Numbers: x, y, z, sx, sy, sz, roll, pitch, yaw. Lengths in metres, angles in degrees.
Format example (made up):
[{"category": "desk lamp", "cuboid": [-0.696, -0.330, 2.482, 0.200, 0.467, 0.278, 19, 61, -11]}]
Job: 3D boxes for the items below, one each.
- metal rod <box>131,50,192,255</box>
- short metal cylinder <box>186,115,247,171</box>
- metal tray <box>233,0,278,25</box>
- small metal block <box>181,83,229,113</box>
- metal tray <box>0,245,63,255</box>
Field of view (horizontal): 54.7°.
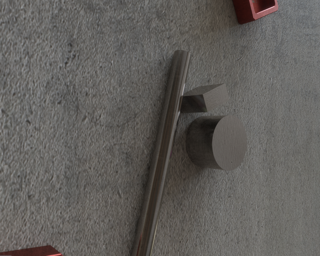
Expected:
[{"category": "metal rod", "cuboid": [0.002, 0.041, 0.408, 0.025, 0.025, 0.299, 20, 78, -39]}, {"category": "short metal cylinder", "cuboid": [0.085, 0.021, 0.462, 0.081, 0.050, 0.079, 0, 90, -40]}, {"category": "metal tray", "cuboid": [0.157, -0.255, 0.534, 0.091, 0.030, 0.129, -32, 110, -36]}, {"category": "small metal block", "cuboid": [0.061, -0.042, 0.442, 0.050, 0.050, 0.025, -28, 108, -37]}, {"category": "metal tray", "cuboid": [-0.142, 0.183, 0.283, 0.091, 0.030, 0.129, 8, 85, -40]}]
